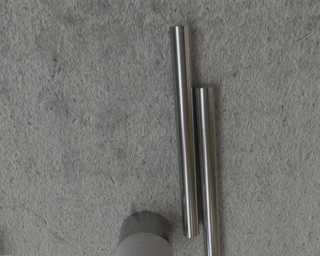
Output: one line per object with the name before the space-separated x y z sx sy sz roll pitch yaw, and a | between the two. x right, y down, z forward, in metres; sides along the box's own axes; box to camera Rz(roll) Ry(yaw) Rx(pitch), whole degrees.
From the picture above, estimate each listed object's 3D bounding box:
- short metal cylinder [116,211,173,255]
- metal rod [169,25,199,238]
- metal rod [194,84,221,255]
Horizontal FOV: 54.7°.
short metal cylinder | -0.022 0.172 0.460 0.081 0.050 0.079 0 110 -1
metal rod | 0.035 0.019 0.417 0.025 0.025 0.298 -5 110 1
metal rod | 0.070 0.086 0.442 0.025 0.025 0.298 -5 110 1
